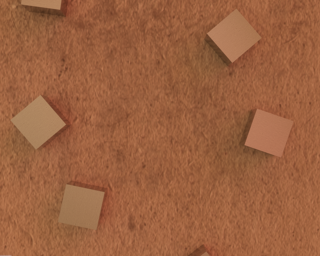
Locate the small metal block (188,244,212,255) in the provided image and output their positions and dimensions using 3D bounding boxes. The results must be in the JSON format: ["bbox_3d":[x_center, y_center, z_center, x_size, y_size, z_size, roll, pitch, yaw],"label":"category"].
[{"bbox_3d":[0.054,0.194,0.411,0.050,0.025,0.050,-36,90,0],"label":"small metal block"}]

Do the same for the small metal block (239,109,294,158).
[{"bbox_3d":[0.141,0.007,0.412,0.050,0.025,0.050,19,90,-1],"label":"small metal block"}]

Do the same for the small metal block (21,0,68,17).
[{"bbox_3d":[-0.149,-0.179,0.408,0.050,0.025,0.050,8,90,-1],"label":"small metal block"}]

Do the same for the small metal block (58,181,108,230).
[{"bbox_3d":[-0.101,0.101,0.409,0.050,0.025,0.050,12,90,-1],"label":"small metal block"}]

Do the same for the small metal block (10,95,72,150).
[{"bbox_3d":[-0.156,-0.007,0.408,0.050,0.025,0.050,-40,91,0],"label":"small metal block"}]

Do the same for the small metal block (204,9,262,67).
[{"bbox_3d":[0.096,-0.119,0.411,0.050,0.025,0.050,-41,91,0],"label":"small metal block"}]
